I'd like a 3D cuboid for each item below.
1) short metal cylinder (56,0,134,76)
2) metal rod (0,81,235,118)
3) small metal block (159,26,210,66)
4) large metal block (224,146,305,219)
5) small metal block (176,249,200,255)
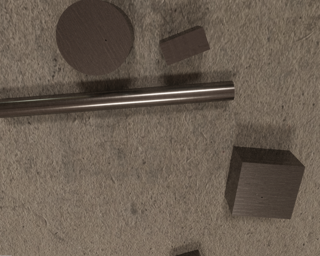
[{"bbox_3d":[-0.072,-0.105,0.357,0.081,0.050,0.079,0,110,-1],"label":"short metal cylinder"},{"bbox_3d":[-0.058,-0.036,0.395,0.302,0.025,0.025,-4,110,1],"label":"metal rod"},{"bbox_3d":[0.027,-0.097,0.361,0.050,0.050,0.025,-20,109,7],"label":"small metal block"},{"bbox_3d":[0.140,0.074,0.426,0.081,0.050,0.079,5,110,-2],"label":"large metal block"},{"bbox_3d":[0.046,0.228,0.495,0.050,0.025,0.050,-18,109,6],"label":"small metal block"}]
